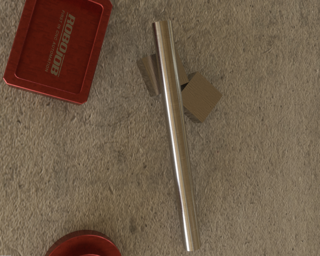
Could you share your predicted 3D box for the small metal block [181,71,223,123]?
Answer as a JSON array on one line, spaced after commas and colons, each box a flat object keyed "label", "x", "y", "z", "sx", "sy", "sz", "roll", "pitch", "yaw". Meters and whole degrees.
[{"label": "small metal block", "x": 0.050, "y": -0.042, "z": 0.429, "sx": 0.050, "sy": 0.025, "sz": 0.050, "roll": 41, "pitch": 77, "yaw": -16}]

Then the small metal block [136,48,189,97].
[{"label": "small metal block", "x": 0.004, "y": -0.074, "z": 0.411, "sx": 0.050, "sy": 0.025, "sz": 0.050, "roll": -25, "pitch": 98, "yaw": -19}]

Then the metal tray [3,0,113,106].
[{"label": "metal tray", "x": -0.117, "y": -0.100, "z": 0.363, "sx": 0.091, "sy": 0.030, "sz": 0.129, "roll": 15, "pitch": 85, "yaw": -20}]

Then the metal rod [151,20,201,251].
[{"label": "metal rod", "x": 0.023, "y": 0.018, "z": 0.400, "sx": 0.025, "sy": 0.025, "sz": 0.298, "roll": -12, "pitch": 101, "yaw": -20}]

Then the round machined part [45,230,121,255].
[{"label": "round machined part", "x": -0.091, "y": 0.176, "z": 0.367, "sx": 0.099, "sy": 0.042, "sz": 0.097, "roll": 0, "pitch": 90, "yaw": -21}]
